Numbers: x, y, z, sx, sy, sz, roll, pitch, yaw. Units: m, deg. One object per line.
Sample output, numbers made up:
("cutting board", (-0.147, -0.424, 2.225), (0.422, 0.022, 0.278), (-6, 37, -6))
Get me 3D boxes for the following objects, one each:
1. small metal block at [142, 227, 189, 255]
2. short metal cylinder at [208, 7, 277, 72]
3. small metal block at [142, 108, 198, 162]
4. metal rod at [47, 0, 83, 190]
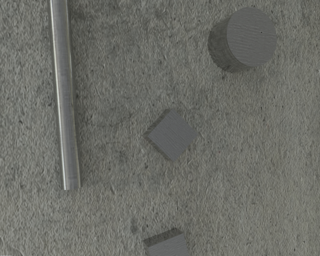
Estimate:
("small metal block", (0.010, 0.169, 0.413), (0.050, 0.025, 0.050), (-15, 95, -20))
("short metal cylinder", (0.116, -0.122, 0.439), (0.081, 0.050, 0.080), (0, 90, -20))
("small metal block", (0.013, 0.009, 0.414), (0.050, 0.025, 0.050), (46, 76, -15))
("metal rod", (-0.115, -0.078, 0.366), (0.025, 0.025, 0.298), (-4, 92, -20))
